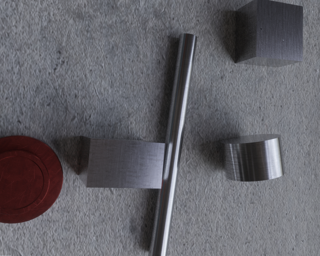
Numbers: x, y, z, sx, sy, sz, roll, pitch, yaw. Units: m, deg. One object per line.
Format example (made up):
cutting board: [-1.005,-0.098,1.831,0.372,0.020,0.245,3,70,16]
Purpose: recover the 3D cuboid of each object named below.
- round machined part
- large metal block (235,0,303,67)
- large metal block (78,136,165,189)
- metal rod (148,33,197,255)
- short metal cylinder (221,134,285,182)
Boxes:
round machined part: [-0.159,0.057,0.342,0.099,0.042,0.097,0,90,-21]
large metal block: [0.160,-0.136,0.456,0.081,0.050,0.079,0,90,-21]
large metal block: [-0.048,0.038,0.363,0.081,0.080,0.050,5,89,-20]
metal rod: [0.018,0.022,0.416,0.025,0.025,0.298,9,87,-20]
short metal cylinder: [0.128,0.039,0.429,0.081,0.080,0.050,-9,94,-20]
